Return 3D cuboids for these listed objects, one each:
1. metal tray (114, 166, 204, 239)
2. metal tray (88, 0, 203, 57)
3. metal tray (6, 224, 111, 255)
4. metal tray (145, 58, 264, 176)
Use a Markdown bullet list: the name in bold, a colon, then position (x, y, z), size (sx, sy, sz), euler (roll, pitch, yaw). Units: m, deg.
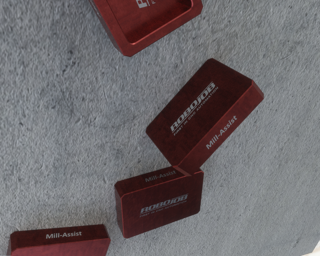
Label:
- **metal tray**: position (0.000, 0.107, 0.470), size (0.131, 0.030, 0.089), euler (-13, 124, -21)
- **metal tray**: position (-0.025, -0.139, 0.264), size (0.090, 0.030, 0.130), euler (-34, 129, -6)
- **metal tray**: position (-0.145, 0.185, 0.439), size (0.131, 0.030, 0.089), euler (6, 116, -31)
- **metal tray**: position (0.050, -0.016, 0.381), size (0.130, 0.090, 0.030), euler (-48, 129, 5)
